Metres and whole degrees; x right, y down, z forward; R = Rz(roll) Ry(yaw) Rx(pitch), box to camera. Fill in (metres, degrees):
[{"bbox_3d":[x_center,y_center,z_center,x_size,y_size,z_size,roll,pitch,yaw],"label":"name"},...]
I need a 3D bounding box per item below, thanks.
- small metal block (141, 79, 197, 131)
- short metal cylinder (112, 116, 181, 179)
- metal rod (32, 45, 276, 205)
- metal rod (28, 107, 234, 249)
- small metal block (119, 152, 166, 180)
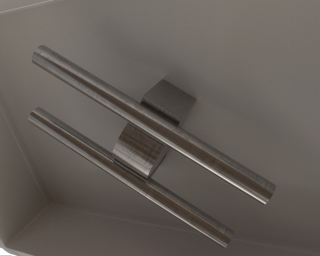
[{"bbox_3d":[0.009,-0.027,0.368,0.050,0.050,0.025,32,128,7],"label":"small metal block"},{"bbox_3d":[-0.016,0.017,0.389,0.050,0.080,0.079,32,128,7],"label":"short metal cylinder"},{"bbox_3d":[-0.013,-0.008,0.343,0.301,0.025,0.025,31,128,7],"label":"metal rod"},{"bbox_3d":[-0.043,0.060,0.402,0.301,0.025,0.025,31,128,7],"label":"metal rod"},{"bbox_3d":[-0.028,0.048,0.433,0.050,0.050,0.025,32,128,7],"label":"small metal block"}]
